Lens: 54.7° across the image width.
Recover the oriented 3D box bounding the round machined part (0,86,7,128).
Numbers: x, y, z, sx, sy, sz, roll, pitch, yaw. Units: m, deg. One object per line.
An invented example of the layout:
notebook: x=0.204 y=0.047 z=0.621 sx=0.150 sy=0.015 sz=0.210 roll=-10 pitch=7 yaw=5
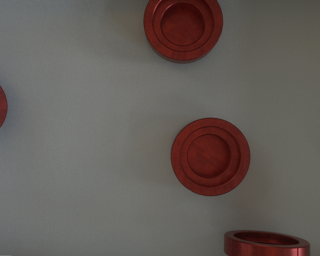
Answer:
round machined part: x=-0.248 y=-0.026 z=0.386 sx=0.099 sy=0.042 sz=0.097 roll=5 pitch=81 yaw=-34

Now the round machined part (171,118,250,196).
round machined part: x=0.063 y=0.036 z=0.403 sx=0.099 sy=0.042 sz=0.097 roll=0 pitch=90 yaw=0

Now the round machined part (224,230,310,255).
round machined part: x=0.127 y=0.154 z=0.373 sx=0.099 sy=0.098 sz=0.042 roll=3 pitch=82 yaw=0

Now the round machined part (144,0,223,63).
round machined part: x=0.029 y=-0.132 z=0.403 sx=0.099 sy=0.042 sz=0.097 roll=0 pitch=90 yaw=0
